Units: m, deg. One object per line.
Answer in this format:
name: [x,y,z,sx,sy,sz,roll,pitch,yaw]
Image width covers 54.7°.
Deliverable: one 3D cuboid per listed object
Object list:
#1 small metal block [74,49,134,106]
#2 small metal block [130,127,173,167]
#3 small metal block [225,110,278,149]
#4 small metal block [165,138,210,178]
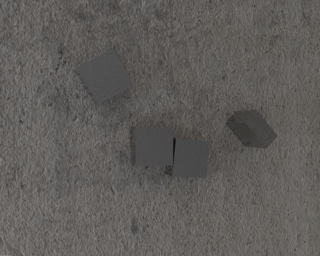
small metal block: [-0.069,-0.062,0.383,0.050,0.025,0.050,-32,101,-17]
small metal block: [-0.011,0.023,0.405,0.050,0.025,0.050,1,90,-20]
small metal block: [0.130,0.002,0.443,0.025,0.050,0.050,-46,105,-14]
small metal block: [0.038,0.041,0.423,0.050,0.025,0.050,6,88,-20]
